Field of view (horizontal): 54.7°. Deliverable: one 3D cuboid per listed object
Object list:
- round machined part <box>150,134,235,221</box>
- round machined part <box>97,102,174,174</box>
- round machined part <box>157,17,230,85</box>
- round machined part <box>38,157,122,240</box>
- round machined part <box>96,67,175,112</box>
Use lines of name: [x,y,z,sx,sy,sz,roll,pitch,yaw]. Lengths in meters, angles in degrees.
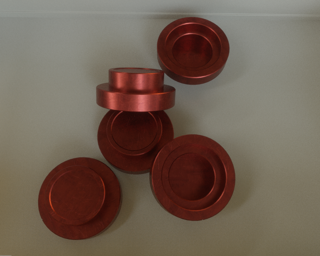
round machined part: [0.036,0.059,0.372,0.099,0.042,0.098,2,79,-10]
round machined part: [-0.031,0.008,0.397,0.099,0.042,0.098,0,70,0]
round machined part: [0.045,-0.104,0.439,0.099,0.042,0.098,0,70,0]
round machined part: [-0.097,0.082,0.370,0.099,0.042,0.098,0,70,0]
round machined part: [-0.029,-0.052,0.387,0.099,0.098,0.042,3,106,1]
